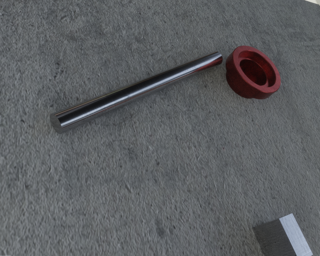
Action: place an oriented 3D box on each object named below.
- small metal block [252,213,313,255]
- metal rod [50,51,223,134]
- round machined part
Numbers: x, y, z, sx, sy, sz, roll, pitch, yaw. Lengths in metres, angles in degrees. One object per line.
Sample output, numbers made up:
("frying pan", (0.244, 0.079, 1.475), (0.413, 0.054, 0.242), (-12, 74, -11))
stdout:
("small metal block", (0.149, 0.139, 0.383), (0.025, 0.050, 0.050), (-8, 66, -32))
("metal rod", (-0.010, -0.061, 0.435), (0.302, 0.025, 0.025), (-28, 78, -37))
("round machined part", (0.153, -0.089, 0.529), (0.099, 0.042, 0.098), (14, 56, -21))
